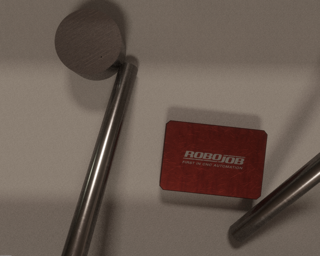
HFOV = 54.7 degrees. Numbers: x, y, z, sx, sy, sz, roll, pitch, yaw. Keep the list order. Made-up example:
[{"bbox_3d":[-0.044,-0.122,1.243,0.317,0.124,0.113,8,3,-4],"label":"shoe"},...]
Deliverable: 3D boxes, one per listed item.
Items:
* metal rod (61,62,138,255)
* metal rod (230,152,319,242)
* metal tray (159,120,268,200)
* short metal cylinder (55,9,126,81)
[{"bbox_3d":[-0.070,0.053,0.350,0.025,0.025,0.299,12,65,0],"label":"metal rod"},{"bbox_3d":[0.191,0.038,0.354,0.025,0.025,0.299,40,114,-1],"label":"metal rod"},{"bbox_3d":[0.069,0.041,0.410,0.131,0.030,0.089,6,90,-1],"label":"metal tray"},{"bbox_3d":[-0.087,-0.104,0.398,0.081,0.050,0.079,0,90,-1],"label":"short metal cylinder"}]
